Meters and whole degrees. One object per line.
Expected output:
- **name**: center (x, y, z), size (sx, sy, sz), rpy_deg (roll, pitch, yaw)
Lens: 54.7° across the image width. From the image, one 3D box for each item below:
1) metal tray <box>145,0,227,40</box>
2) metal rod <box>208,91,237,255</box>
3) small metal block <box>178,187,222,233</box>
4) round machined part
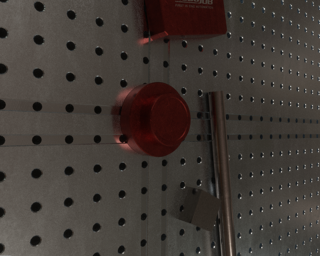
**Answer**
- **metal tray**: center (0.039, -0.175, 0.440), size (0.131, 0.030, 0.089), rpy_deg (-15, 100, -39)
- **metal rod**: center (0.101, 0.091, 0.496), size (0.025, 0.025, 0.298), rpy_deg (-9, 96, -40)
- **small metal block**: center (0.061, 0.122, 0.463), size (0.050, 0.025, 0.050), rpy_deg (34, 69, -35)
- **round machined part**: center (0.002, -0.011, 0.402), size (0.099, 0.042, 0.097), rpy_deg (0, 90, -40)
